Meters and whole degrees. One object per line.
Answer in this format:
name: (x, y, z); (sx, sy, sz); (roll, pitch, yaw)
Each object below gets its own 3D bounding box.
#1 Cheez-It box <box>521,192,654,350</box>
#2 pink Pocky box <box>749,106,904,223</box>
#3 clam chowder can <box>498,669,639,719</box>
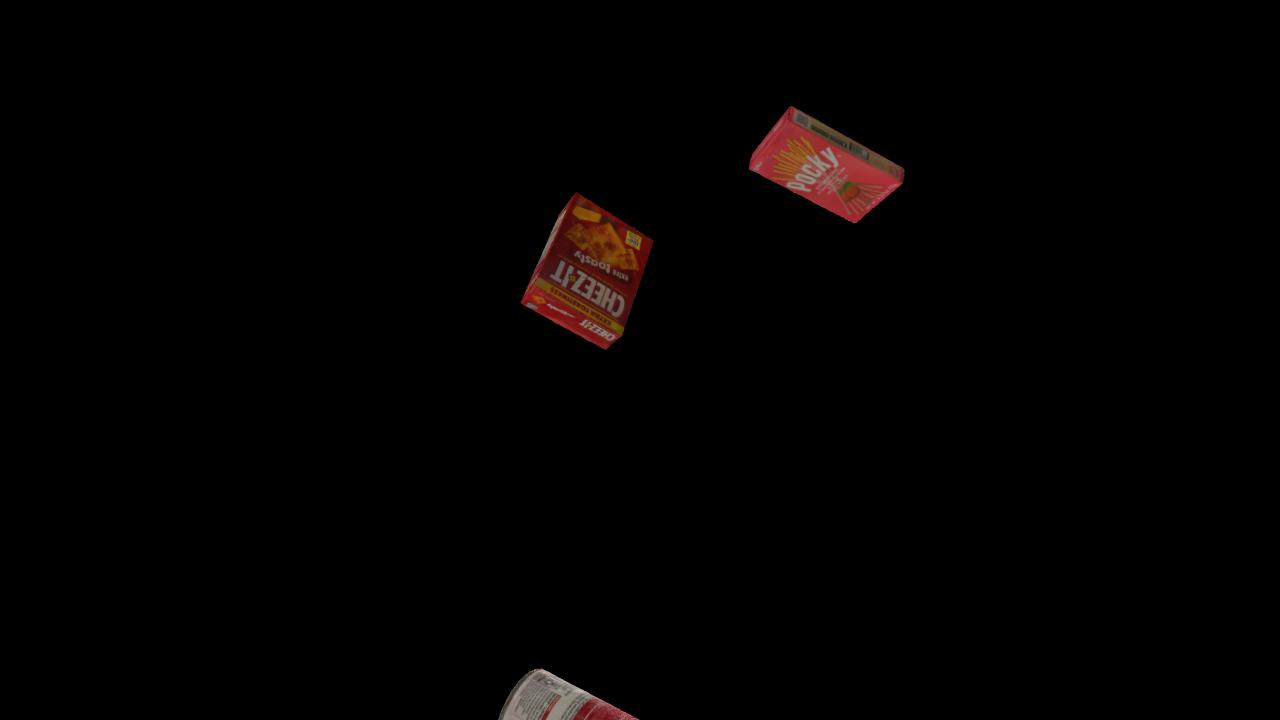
Cheez-It box: (-0.084, -0.152, 1.038); (0.166, 0.223, 0.071); (29, -34, -18)
pink Pocky box: (0.213, -0.220, 0.708); (0.155, 0.029, 0.084); (23, -29, -12)
clam chowder can: (-0.053, 0.295, 0.480); (0.102, 0.068, 0.068); (13, 6, 28)
